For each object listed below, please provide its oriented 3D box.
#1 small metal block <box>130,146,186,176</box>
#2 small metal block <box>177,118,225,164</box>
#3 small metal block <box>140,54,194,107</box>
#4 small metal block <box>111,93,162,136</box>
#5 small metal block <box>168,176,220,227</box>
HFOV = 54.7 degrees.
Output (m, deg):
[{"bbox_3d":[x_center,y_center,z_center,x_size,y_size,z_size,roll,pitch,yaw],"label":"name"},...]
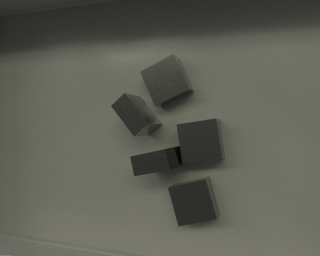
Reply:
[{"bbox_3d":[-0.001,0.041,0.393,0.050,0.050,0.025,-14,85,27],"label":"small metal block"},{"bbox_3d":[0.052,0.016,0.392,0.050,0.025,0.050,-9,87,19],"label":"small metal block"},{"bbox_3d":[0.009,-0.061,0.406,0.050,0.025,0.050,-26,82,18],"label":"small metal block"},{"bbox_3d":[-0.029,-0.017,0.407,0.025,0.050,0.050,-41,77,15],"label":"small metal block"},{"bbox_3d":[0.044,0.093,0.395,0.050,0.025,0.050,-17,85,18],"label":"small metal block"}]
